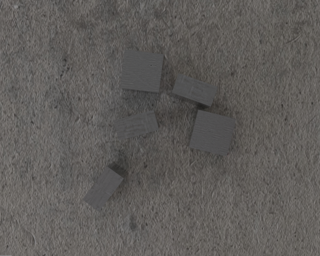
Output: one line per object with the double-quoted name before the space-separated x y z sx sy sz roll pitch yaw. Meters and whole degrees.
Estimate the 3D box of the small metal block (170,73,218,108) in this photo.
"small metal block" 0.042 -0.046 0.398 0.050 0.050 0.025 20 90 0

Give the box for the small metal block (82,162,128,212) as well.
"small metal block" -0.068 0.073 0.397 0.025 0.050 0.050 37 90 0

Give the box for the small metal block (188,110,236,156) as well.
"small metal block" 0.068 0.006 0.410 0.050 0.025 0.050 14 90 0

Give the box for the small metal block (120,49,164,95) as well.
"small metal block" -0.023 -0.073 0.410 0.050 0.025 0.050 7 90 0

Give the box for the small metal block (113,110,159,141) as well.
"small metal block" -0.029 -0.004 0.397 0.050 0.050 0.025 -15 90 0
